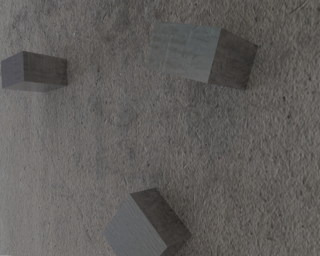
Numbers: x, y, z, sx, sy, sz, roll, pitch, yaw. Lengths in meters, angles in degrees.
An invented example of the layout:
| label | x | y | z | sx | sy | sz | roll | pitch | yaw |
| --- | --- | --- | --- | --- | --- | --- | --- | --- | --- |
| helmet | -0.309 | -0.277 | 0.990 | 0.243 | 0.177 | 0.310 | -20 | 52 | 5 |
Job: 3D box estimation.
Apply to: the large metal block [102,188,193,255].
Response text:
| label | x | y | z | sx | sy | sz | roll | pitch | yaw |
| --- | --- | --- | --- | --- | --- | --- | --- | --- | --- |
| large metal block | -0.019 | 0.138 | 0.404 | 0.080 | 0.050 | 0.080 | 48 | 118 | 29 |

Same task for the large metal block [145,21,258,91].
| label | x | y | z | sx | sy | sz | roll | pitch | yaw |
| --- | --- | --- | --- | --- | --- | --- | --- | --- | --- |
| large metal block | 0.045 | -0.076 | 0.332 | 0.080 | 0.081 | 0.050 | 21 | 104 | 38 |

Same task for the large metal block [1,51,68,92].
| label | x | y | z | sx | sy | sz | roll | pitch | yaw |
| --- | --- | --- | --- | --- | --- | --- | --- | --- | --- |
| large metal block | -0.225 | -0.097 | 0.555 | 0.080 | 0.081 | 0.050 | -5 | 87 | 40 |
